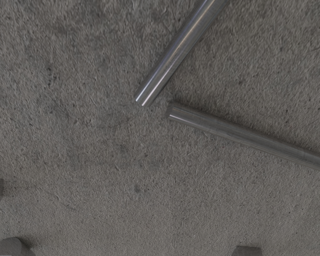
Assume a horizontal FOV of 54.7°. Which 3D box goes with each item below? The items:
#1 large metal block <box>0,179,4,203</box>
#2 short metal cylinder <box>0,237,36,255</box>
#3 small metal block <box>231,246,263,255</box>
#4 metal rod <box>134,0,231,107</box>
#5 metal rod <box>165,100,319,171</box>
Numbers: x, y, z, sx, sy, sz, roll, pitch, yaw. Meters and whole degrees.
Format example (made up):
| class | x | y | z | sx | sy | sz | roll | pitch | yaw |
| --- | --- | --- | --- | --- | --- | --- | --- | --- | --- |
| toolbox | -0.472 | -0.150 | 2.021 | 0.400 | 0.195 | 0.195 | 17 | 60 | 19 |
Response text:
| class | x | y | z | sx | sy | sz | roll | pitch | yaw |
| --- | --- | --- | --- | --- | --- | --- | --- | --- | --- |
| large metal block | -0.294 | 0.115 | 0.466 | 0.081 | 0.080 | 0.050 | 15 | 128 | -13 |
| short metal cylinder | -0.285 | 0.257 | 0.587 | 0.080 | 0.080 | 0.050 | -14 | 129 | 11 |
| small metal block | 0.178 | 0.269 | 0.638 | 0.050 | 0.025 | 0.050 | 6 | 130 | -6 |
| metal rod | 0.059 | -0.131 | 0.296 | 0.025 | 0.025 | 0.298 | 26 | 126 | -20 |
| metal rod | 0.150 | 0.022 | 0.427 | 0.302 | 0.025 | 0.025 | 18 | 128 | -16 |
